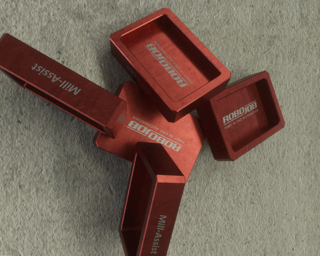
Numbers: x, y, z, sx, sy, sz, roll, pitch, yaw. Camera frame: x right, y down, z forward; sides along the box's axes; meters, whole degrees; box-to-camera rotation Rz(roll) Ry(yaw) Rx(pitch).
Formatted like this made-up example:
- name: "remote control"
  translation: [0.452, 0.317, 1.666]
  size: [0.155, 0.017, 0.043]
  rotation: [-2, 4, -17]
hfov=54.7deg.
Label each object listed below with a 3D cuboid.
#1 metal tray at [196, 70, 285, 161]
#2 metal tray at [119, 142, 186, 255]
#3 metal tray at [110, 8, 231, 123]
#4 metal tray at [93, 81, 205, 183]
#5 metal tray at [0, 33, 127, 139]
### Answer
- name: "metal tray"
  translation: [0.116, -0.020, 0.435]
  size: [0.131, 0.030, 0.090]
  rotation: [-26, 99, -33]
- name: "metal tray"
  translation: [-0.014, 0.091, 0.351]
  size: [0.030, 0.090, 0.129]
  rotation: [6, 109, -20]
- name: "metal tray"
  translation: [0.011, -0.081, 0.381]
  size: [0.090, 0.030, 0.130]
  rotation: [-33, 72, -18]
- name: "metal tray"
  translation: [-0.009, 0.008, 0.405]
  size: [0.131, 0.030, 0.090]
  rotation: [27, 81, -19]
- name: "metal tray"
  translation: [-0.098, -0.037, 0.323]
  size: [0.130, 0.090, 0.030]
  rotation: [30, 80, -1]
